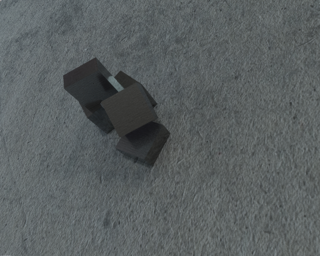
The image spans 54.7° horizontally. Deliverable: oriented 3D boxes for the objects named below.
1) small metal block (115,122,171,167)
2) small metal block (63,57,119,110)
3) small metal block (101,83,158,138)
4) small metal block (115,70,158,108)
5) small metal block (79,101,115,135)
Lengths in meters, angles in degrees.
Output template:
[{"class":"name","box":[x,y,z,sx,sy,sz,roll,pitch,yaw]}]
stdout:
[{"class":"small metal block","box":[-0.022,0.017,0.405,0.050,0.025,0.050,17,71,34]},{"class":"small metal block","box":[-0.089,-0.057,0.405,0.050,0.050,0.025,-26,53,12]},{"class":"small metal block","box":[-0.037,-0.022,0.389,0.050,0.025,0.050,-28,90,10]},{"class":"small metal block","box":[-0.037,-0.048,0.437,0.025,0.050,0.050,-49,52,-6]},{"class":"small metal block","box":[-0.089,-0.025,0.450,0.025,0.050,0.050,-38,51,2]}]
